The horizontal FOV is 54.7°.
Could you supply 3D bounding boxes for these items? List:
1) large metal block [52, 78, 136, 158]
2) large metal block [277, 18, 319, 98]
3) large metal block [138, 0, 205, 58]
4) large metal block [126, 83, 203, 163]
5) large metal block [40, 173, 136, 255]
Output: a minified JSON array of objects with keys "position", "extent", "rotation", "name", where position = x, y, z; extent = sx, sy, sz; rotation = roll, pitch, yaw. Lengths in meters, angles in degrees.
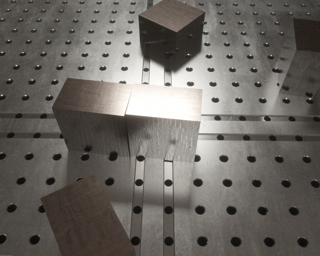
[{"position":[-0.075,-0.011,0.380],"extent":[0.080,0.080,0.050],"rotation":[7,51,5],"name":"large metal block"},{"position":[0.214,-0.104,0.462],"extent":[0.050,0.080,0.080],"rotation":[10,51,7],"name":"large metal block"},{"position":[0.020,-0.178,0.541],"extent":[0.080,0.050,0.080],"rotation":[32,57,24],"name":"large metal block"},{"position":[0.006,-0.004,0.376],"extent":[0.080,0.080,0.050],"rotation":[6,50,4],"name":"large metal block"},{"position":[-0.062,0.103,0.285],"extent":[0.050,0.080,0.080],"rotation":[-24,54,-19],"name":"large metal block"}]
